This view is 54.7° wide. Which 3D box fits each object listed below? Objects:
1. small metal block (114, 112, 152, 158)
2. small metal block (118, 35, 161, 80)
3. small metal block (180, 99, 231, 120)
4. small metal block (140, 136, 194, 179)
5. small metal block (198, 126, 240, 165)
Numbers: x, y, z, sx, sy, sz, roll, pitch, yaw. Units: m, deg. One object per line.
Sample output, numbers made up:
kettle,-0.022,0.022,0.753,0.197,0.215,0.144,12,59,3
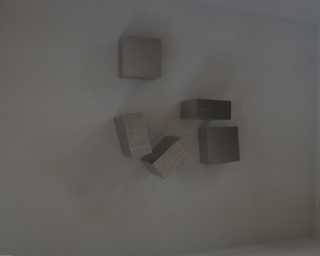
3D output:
small metal block,-0.035,0.008,0.385,0.025,0.050,0.050,-15,95,-20
small metal block,-0.026,-0.090,0.402,0.050,0.025,0.050,-1,90,-21
small metal block,0.061,-0.024,0.421,0.050,0.050,0.025,2,90,-20
small metal block,0.008,0.036,0.401,0.050,0.050,0.025,-42,104,-15
small metal block,0.084,0.024,0.443,0.050,0.025,0.050,-5,92,-20
